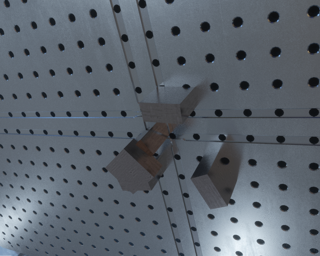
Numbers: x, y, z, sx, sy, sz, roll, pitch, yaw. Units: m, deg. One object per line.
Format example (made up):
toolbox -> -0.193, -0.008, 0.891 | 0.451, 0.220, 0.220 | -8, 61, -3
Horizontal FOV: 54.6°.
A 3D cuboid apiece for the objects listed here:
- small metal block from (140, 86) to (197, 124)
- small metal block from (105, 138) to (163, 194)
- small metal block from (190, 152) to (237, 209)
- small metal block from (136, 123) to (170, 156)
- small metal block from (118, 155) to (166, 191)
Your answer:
small metal block -> 0.011, -0.029, 0.372 | 0.050, 0.050, 0.025 | 5, 121, 26
small metal block -> -0.034, 0.049, 0.395 | 0.050, 0.025, 0.050 | 44, 129, -2
small metal block -> 0.071, 0.067, 0.400 | 0.025, 0.050, 0.050 | -23, 106, 36
small metal block -> -0.021, 0.023, 0.421 | 0.025, 0.050, 0.050 | 49, 129, -6
small metal block -> -0.026, 0.065, 0.450 | 0.050, 0.050, 0.025 | -7, 115, 31
